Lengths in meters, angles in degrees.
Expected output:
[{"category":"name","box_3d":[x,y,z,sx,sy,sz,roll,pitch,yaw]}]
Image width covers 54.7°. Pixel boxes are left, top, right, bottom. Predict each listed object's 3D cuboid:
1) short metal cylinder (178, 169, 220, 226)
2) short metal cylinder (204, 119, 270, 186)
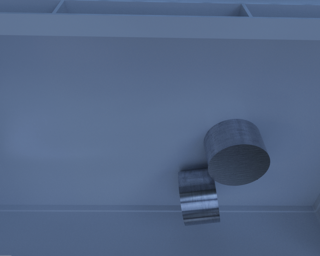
[{"category":"short metal cylinder","box_3d":[0.058,0.102,0.461,0.050,0.080,0.080,-8,130,6]},{"category":"short metal cylinder","box_3d":[0.103,0.034,0.423,0.081,0.050,0.079,0,130,0]}]
